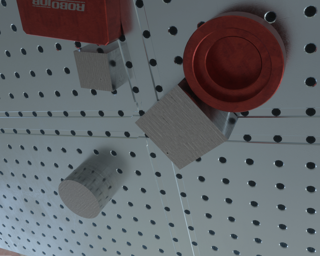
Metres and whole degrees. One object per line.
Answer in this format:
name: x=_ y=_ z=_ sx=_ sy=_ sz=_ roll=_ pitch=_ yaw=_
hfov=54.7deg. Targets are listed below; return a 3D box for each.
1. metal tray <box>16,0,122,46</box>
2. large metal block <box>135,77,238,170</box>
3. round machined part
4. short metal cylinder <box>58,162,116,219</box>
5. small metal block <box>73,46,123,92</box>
metal tray: x=-0.113 y=-0.154 z=0.370 sx=0.130 sy=0.030 sz=0.089 roll=13 pitch=124 yaw=20
large metal block: x=0.032 y=-0.009 z=0.372 sx=0.080 sy=0.050 sz=0.080 roll=47 pitch=129 yaw=-5
round machined part: x=0.077 y=-0.068 z=0.317 sx=0.098 sy=0.042 sz=0.097 roll=13 pitch=124 yaw=20
short metal cylinder: x=-0.122 y=0.105 z=0.522 sx=0.080 sy=0.050 sz=0.079 roll=13 pitch=124 yaw=20
small metal block: x=-0.080 y=-0.078 z=0.403 sx=0.050 sy=0.025 sz=0.050 roll=9 pitch=123 yaw=22
